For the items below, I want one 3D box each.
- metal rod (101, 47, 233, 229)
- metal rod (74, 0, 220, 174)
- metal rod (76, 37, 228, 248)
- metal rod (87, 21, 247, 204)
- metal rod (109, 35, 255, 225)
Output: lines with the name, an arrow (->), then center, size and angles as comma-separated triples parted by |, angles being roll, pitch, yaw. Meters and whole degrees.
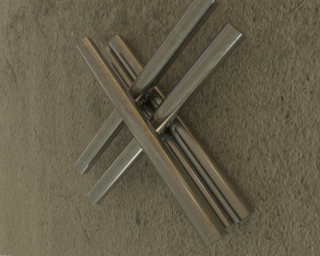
metal rod -> -0.002, -0.001, 0.406 | 0.025, 0.025, 0.299 | -49, 61, 28
metal rod -> -0.032, -0.040, 0.398 | 0.299, 0.025, 0.025 | -49, 61, 28
metal rod -> -0.024, -0.003, 0.359 | 0.025, 0.025, 0.299 | -50, 61, 28
metal rod -> -0.009, 0.001, 0.379 | 0.299, 0.025, 0.025 | -49, 61, 28
metal rod -> 0.014, -0.015, 0.393 | 0.025, 0.025, 0.299 | -49, 61, 28
